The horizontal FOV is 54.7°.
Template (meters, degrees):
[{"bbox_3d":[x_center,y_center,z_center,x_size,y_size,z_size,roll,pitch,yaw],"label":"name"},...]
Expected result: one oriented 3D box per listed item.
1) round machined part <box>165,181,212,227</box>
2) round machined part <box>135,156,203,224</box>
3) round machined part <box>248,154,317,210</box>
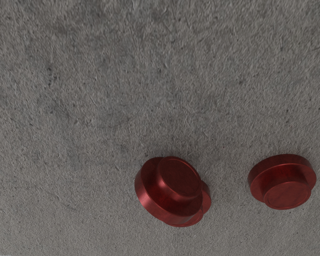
[{"bbox_3d":[0.034,0.124,0.502,0.099,0.042,0.097,0,130,0],"label":"round machined part"},{"bbox_3d":[0.018,0.077,0.425,0.099,0.098,0.042,22,126,-18],"label":"round machined part"},{"bbox_3d":[0.188,0.088,0.473,0.099,0.042,0.097,0,130,0],"label":"round machined part"}]
